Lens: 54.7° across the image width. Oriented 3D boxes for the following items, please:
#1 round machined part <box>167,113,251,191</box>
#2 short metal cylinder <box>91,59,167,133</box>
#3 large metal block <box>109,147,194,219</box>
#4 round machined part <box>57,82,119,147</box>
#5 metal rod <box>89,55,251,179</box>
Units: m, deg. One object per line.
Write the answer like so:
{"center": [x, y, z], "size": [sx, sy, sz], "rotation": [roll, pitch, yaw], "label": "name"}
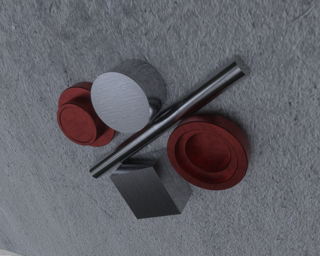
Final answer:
{"center": [0.062, 0.025, 0.380], "size": [0.098, 0.042, 0.097], "rotation": [13, 124, 21], "label": "round machined part"}
{"center": [-0.038, -0.040, 0.387], "size": [0.080, 0.050, 0.079], "rotation": [13, 124, 21], "label": "short metal cylinder"}
{"center": [-0.011, 0.081, 0.449], "size": [0.080, 0.050, 0.080], "rotation": [-18, 109, 35], "label": "large metal block"}
{"center": [-0.107, -0.013, 0.445], "size": [0.098, 0.042, 0.097], "rotation": [13, 124, 21], "label": "round machined part"}
{"center": [-0.009, 0.003, 0.416], "size": [0.025, 0.025, 0.299], "rotation": [49, 128, -7], "label": "metal rod"}
